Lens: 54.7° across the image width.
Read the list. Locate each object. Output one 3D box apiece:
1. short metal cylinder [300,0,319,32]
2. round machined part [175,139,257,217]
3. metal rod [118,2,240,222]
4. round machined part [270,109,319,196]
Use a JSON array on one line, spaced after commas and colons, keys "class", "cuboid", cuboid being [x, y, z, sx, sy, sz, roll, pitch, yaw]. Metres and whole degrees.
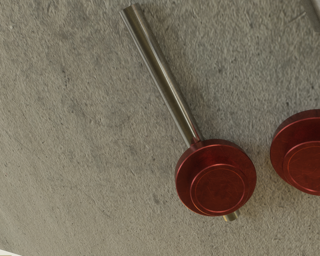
[{"class": "short metal cylinder", "cuboid": [0.144, -0.113, 0.225, 0.080, 0.080, 0.050, -21, 107, 35]}, {"class": "round machined part", "cuboid": [0.068, 0.066, 0.373, 0.099, 0.042, 0.097, -1, 108, -2]}, {"class": "metal rod", "cuboid": [0.032, -0.006, 0.384, 0.025, 0.025, 0.299, -16, 110, 34]}, {"class": "round machined part", "cuboid": [0.168, 0.033, 0.328, 0.098, 0.042, 0.097, 13, 124, 20]}]
